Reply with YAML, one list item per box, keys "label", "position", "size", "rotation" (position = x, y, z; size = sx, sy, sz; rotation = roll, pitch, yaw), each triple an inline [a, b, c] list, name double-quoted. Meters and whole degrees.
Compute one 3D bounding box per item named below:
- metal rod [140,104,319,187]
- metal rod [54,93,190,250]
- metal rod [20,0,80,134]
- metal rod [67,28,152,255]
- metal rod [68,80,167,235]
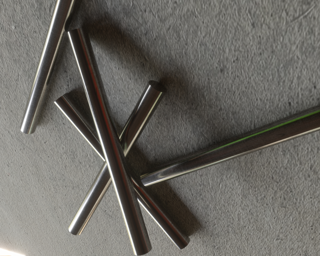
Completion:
- label: "metal rod"
  position: [0.088, 0.024, 0.374]
  size: [0.299, 0.025, 0.025]
  rotation: [-25, 105, 37]
- label: "metal rod"
  position: [-0.054, 0.071, 0.479]
  size: [0.025, 0.025, 0.300]
  rotation: [-32, 101, 38]
- label: "metal rod"
  position: [-0.155, -0.092, 0.431]
  size: [0.025, 0.025, 0.298]
  rotation: [38, 129, 2]
- label: "metal rod"
  position: [-0.063, 0.022, 0.402]
  size: [0.025, 0.025, 0.298]
  rotation: [-12, 96, 33]
- label: "metal rod"
  position: [-0.072, 0.059, 0.449]
  size: [0.025, 0.025, 0.298]
  rotation: [35, 119, 5]
